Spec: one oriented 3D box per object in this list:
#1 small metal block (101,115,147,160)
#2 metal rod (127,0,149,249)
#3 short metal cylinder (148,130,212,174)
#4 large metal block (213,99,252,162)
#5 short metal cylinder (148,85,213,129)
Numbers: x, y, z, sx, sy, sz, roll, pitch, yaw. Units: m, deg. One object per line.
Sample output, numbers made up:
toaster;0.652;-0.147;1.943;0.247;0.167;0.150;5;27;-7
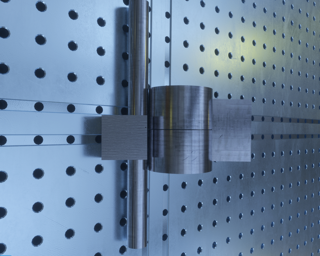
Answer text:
small metal block;-0.041;0.011;0.356;0.050;0.025;0.050;0;89;-5
metal rod;-0.027;-0.005;0.381;0.025;0.025;0.298;1;90;-40
short metal cylinder;0.025;0.027;0.390;0.081;0.080;0.050;1;90;-40
large metal block;0.090;0.003;0.435;0.050;0.080;0.079;1;90;-2
short metal cylinder;0.025;-0.023;0.390;0.081;0.080;0.050;1;90;-40
